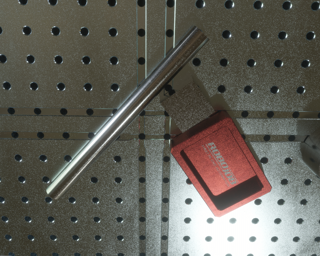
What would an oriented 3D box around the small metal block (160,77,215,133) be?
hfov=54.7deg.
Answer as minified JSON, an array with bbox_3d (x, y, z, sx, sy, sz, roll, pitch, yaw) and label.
[{"bbox_3d":[0.035,-0.030,0.403,0.050,0.025,0.050,-34,107,11],"label":"small metal block"}]

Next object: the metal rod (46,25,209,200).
[{"bbox_3d":[-0.051,-0.011,0.408,0.025,0.025,0.299,41,105,-14],"label":"metal rod"}]

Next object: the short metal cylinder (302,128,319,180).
[{"bbox_3d":[0.243,0.040,0.418,0.081,0.050,0.079,0,110,-1],"label":"short metal cylinder"}]

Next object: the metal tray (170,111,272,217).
[{"bbox_3d":[0.085,0.052,0.431,0.090,0.030,0.130,-31,108,10],"label":"metal tray"}]
